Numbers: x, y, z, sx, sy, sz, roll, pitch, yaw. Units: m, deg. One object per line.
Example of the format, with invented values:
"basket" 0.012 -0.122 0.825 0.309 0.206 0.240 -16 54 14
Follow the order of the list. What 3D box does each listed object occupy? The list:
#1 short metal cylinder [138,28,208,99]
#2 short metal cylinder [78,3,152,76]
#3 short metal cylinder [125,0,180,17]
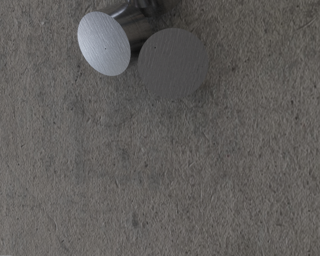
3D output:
"short metal cylinder" 0.016 -0.076 0.378 0.080 0.050 0.079 0 97 3
"short metal cylinder" -0.057 -0.114 0.397 0.080 0.050 0.079 17 128 24
"short metal cylinder" -0.014 -0.188 0.388 0.080 0.050 0.080 -4 71 13
